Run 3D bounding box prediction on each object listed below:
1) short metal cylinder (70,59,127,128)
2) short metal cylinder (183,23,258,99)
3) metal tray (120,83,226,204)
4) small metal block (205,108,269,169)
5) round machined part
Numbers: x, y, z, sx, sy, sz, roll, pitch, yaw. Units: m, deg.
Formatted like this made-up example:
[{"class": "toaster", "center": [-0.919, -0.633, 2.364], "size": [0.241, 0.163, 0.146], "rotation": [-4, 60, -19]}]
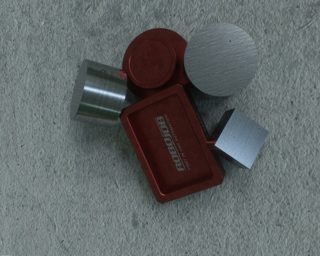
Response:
[{"class": "short metal cylinder", "center": [-0.081, -0.044, 0.403], "size": [0.050, 0.080, 0.080], "rotation": [13, 96, -24]}, {"class": "short metal cylinder", "center": [0.067, -0.075, 0.362], "size": [0.080, 0.050, 0.079], "rotation": [0, 92, 2]}, {"class": "metal tray", "center": [0.015, 0.020, 0.390], "size": [0.090, 0.030, 0.129], "rotation": [-23, 92, 18]}, {"class": "small metal block", "center": [0.090, 0.013, 0.360], "size": [0.050, 0.025, 0.050], "rotation": [34, 77, -10]}, {"class": "round machined part", "center": [-0.006, -0.082, 0.404], "size": [0.098, 0.042, 0.097], "rotation": [0, 90, 20]}]
